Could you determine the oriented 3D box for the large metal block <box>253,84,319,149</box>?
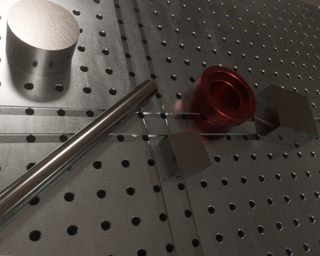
[{"bbox_3d":[0.206,-0.018,0.516,0.081,0.050,0.080,13,56,-22],"label":"large metal block"}]

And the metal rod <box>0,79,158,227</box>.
[{"bbox_3d":[-0.097,0.025,0.341,0.025,0.025,0.302,44,51,2],"label":"metal rod"}]

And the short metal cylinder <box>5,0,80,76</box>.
[{"bbox_3d":[-0.145,-0.111,0.382,0.081,0.050,0.080,14,56,-21],"label":"short metal cylinder"}]

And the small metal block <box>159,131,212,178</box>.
[{"bbox_3d":[0.033,0.034,0.407,0.050,0.025,0.050,-6,65,-31],"label":"small metal block"}]

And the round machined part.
[{"bbox_3d":[0.095,-0.044,0.478,0.099,0.042,0.098,14,56,-21],"label":"round machined part"}]
